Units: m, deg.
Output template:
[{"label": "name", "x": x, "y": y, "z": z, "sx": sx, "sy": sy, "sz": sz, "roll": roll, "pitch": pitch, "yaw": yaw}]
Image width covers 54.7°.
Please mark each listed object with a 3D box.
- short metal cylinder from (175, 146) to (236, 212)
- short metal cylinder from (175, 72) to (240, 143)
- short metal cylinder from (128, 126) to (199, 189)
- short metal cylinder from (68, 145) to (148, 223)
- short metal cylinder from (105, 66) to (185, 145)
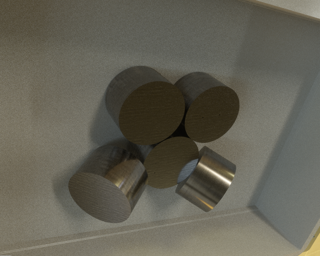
[{"label": "short metal cylinder", "x": 0.065, "y": 0.073, "z": 0.445, "sx": 0.050, "sy": 0.080, "sz": 0.080, "roll": 33, "pitch": 103, "yaw": 1}, {"label": "short metal cylinder", "x": 0.056, "y": -0.027, "z": 0.406, "sx": 0.081, "sy": 0.050, "sz": 0.079, "roll": -14, "pitch": 125, "yaw": -21}, {"label": "short metal cylinder", "x": 0.004, "y": 0.033, "z": 0.413, "sx": 0.081, "sy": 0.050, "sz": 0.079, "roll": -14, "pitch": 125, "yaw": -21}, {"label": "short metal cylinder", "x": -0.061, "y": 0.068, "z": 0.374, "sx": 0.050, "sy": 0.080, "sz": 0.079, "roll": -57, "pitch": 149, "yaw": -50}, {"label": "short metal cylinder", "x": -0.018, "y": -0.027, "z": 0.364, "sx": 0.081, "sy": 0.050, "sz": 0.079, "roll": -14, "pitch": 125, "yaw": -21}]
